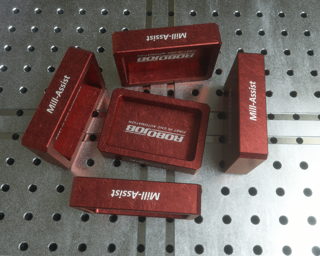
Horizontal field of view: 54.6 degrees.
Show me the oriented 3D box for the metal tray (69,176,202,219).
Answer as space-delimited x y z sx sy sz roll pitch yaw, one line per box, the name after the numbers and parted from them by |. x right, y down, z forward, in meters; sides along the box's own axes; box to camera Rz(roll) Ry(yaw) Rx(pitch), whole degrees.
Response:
-0.024 0.081 0.348 0.131 0.090 0.030 3 70 1 | metal tray

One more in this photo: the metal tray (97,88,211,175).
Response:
-0.006 0.003 0.407 0.131 0.030 0.090 11 70 3 | metal tray

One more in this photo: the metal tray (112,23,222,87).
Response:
0.008 -0.093 0.411 0.131 0.090 0.030 -6 70 -2 | metal tray

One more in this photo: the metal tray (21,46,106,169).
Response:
-0.112 -0.022 0.385 0.030 0.090 0.130 17 71 6 | metal tray

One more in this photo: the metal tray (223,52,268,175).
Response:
0.102 -0.015 0.383 0.030 0.090 0.130 4 70 1 | metal tray
